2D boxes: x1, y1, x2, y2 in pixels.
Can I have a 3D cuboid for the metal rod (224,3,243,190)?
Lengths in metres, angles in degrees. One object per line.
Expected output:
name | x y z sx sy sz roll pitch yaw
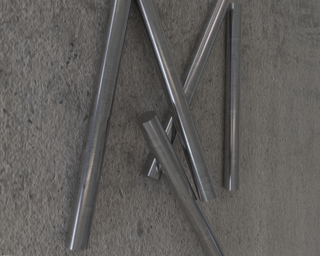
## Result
metal rod | 0.119 -0.051 0.503 0.025 0.025 0.298 2 89 -40

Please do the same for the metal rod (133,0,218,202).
metal rod | 0.016 -0.049 0.392 0.025 0.025 0.298 -23 97 -38

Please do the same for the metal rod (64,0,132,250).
metal rod | -0.066 -0.020 0.348 0.025 0.025 0.299 15 81 -39

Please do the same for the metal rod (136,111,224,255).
metal rod | 0.042 0.106 0.417 0.025 0.025 0.299 -45 124 -31

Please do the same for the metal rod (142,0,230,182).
metal rod | 0.043 -0.068 0.440 0.025 0.025 0.300 35 68 -35
